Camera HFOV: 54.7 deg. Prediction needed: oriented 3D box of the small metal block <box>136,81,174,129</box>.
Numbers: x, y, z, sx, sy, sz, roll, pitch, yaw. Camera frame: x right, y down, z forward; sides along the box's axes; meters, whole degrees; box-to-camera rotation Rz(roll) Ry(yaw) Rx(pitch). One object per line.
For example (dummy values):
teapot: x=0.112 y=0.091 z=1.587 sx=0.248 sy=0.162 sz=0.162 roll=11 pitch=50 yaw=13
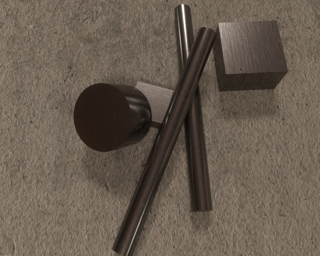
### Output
small metal block: x=-0.013 y=-0.030 z=0.419 sx=0.050 sy=0.025 sz=0.050 roll=15 pitch=70 yaw=5

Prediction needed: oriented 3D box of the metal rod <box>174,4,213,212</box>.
metal rod: x=0.043 y=-0.040 z=0.423 sx=0.025 sy=0.025 sz=0.299 roll=-3 pitch=70 yaw=-1

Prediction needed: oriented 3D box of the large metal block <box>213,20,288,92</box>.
large metal block: x=0.122 y=-0.100 z=0.433 sx=0.081 sy=0.050 sz=0.080 roll=-3 pitch=70 yaw=-2

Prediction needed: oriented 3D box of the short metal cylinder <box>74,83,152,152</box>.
short metal cylinder: x=-0.057 y=-0.014 z=0.380 sx=0.080 sy=0.050 sz=0.079 roll=2 pitch=96 yaw=24

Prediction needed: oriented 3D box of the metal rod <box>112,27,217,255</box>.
metal rod: x=0.011 y=0.007 z=0.387 sx=0.025 sy=0.025 sz=0.299 roll=20 pitch=78 yaw=7
